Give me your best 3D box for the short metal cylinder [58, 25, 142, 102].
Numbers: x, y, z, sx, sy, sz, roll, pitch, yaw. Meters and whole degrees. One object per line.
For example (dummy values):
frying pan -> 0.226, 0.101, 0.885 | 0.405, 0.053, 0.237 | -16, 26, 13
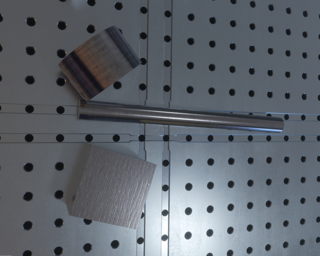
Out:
short metal cylinder -> -0.068, -0.074, 0.359 | 0.080, 0.080, 0.050 | -39, 103, -16

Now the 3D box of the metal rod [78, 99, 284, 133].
metal rod -> 0.043, -0.013, 0.429 | 0.302, 0.025, 0.025 | 4, 89, -21

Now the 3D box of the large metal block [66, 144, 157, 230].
large metal block -> -0.060, 0.069, 0.378 | 0.081, 0.050, 0.080 | 19, 84, -20
